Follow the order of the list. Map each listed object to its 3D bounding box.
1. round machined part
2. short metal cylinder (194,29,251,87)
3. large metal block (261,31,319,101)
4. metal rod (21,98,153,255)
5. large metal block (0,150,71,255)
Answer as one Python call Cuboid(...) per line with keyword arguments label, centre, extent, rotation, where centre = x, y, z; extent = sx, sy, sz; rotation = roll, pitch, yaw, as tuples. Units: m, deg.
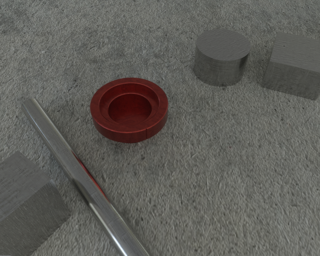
Cuboid(label="round machined part", centre=(-0.039, -0.019, 0.407), extent=(0.099, 0.042, 0.098), rotation=(0, 50, 0))
Cuboid(label="short metal cylinder", centre=(0.094, -0.109, 0.480), extent=(0.081, 0.050, 0.080), rotation=(0, 50, 0))
Cuboid(label="large metal block", centre=(0.207, -0.096, 0.470), extent=(0.080, 0.050, 0.080), rotation=(17, 52, 13))
Cuboid(label="metal rod", centre=(-0.086, 0.061, 0.351), extent=(0.025, 0.025, 0.300), rotation=(-31, 57, -23))
Cuboid(label="large metal block", centre=(-0.141, 0.083, 0.296), extent=(0.050, 0.080, 0.080), rotation=(32, 57, 23))
